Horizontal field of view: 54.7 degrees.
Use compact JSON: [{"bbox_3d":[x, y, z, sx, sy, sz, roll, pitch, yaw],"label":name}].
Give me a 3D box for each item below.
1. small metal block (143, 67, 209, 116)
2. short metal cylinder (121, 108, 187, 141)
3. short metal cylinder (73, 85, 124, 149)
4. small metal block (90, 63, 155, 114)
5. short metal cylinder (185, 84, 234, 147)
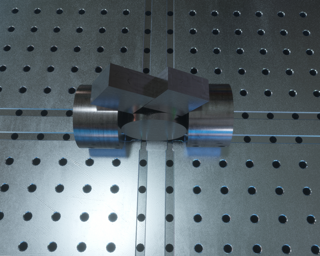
[{"bbox_3d":[0.017,-0.037,0.330,0.050,0.050,0.025,12,67,-29],"label":"small metal block"},{"bbox_3d":[-0.007,-0.019,0.389,0.081,0.080,0.050,1,70,0],"label":"short metal cylinder"},{"bbox_3d":[-0.072,-0.014,0.386,0.050,0.080,0.080,1,70,1],"label":"short metal cylinder"},{"bbox_3d":[-0.040,-0.040,0.326,0.050,0.050,0.025,12,67,-29],"label":"small metal block"},{"bbox_3d":[0.059,-0.015,0.388,0.050,0.080,0.080,0,70,1],"label":"short metal cylinder"}]
